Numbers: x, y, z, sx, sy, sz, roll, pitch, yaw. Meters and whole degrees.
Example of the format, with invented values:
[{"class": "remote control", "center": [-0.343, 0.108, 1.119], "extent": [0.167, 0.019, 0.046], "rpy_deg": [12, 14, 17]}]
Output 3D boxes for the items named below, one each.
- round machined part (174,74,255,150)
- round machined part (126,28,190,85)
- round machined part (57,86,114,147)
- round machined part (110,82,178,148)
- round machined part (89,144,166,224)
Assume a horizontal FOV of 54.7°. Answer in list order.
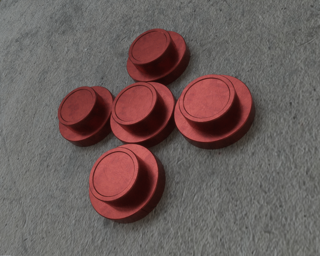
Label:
[{"class": "round machined part", "center": [0.062, -0.026, 0.377], "extent": [0.098, 0.042, 0.098], "rpy_deg": [-13, 56, 20]}, {"class": "round machined part", "center": [-0.008, -0.110, 0.465], "extent": [0.098, 0.042, 0.098], "rpy_deg": [-13, 56, 20]}, {"class": "round machined part", "center": [-0.113, -0.024, 0.466], "extent": [0.098, 0.042, 0.098], "rpy_deg": [-13, 56, 20]}, {"class": "round machined part", "center": [-0.026, -0.024, 0.421], "extent": [0.098, 0.042, 0.098], "rpy_deg": [-13, 56, 20]}, {"class": "round machined part", "center": [-0.046, 0.063, 0.378], "extent": [0.098, 0.042, 0.098], "rpy_deg": [-13, 56, 20]}]
